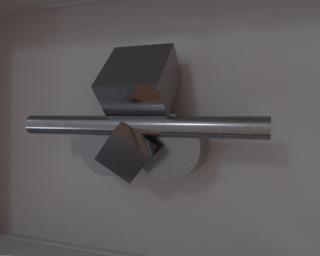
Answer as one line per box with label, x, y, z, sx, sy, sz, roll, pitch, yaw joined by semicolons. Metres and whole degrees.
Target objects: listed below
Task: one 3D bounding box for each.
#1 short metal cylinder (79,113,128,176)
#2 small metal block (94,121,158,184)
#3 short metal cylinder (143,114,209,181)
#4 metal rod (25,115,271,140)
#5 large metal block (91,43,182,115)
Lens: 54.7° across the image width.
short metal cylinder;-0.059;0.021;0.416;0.080;0.050;0.079;0;90;19
small metal block;-0.039;0.029;0.357;0.050;0.025;0.050;36;124;-3
short metal cylinder;0.016;0.023;0.389;0.080;0.050;0.079;0;90;19
metal rod;-0.029;-0.002;0.365;0.301;0.025;0.025;1;90;19
large metal block;-0.025;-0.058;0.382;0.080;0.050;0.080;1;47;19
